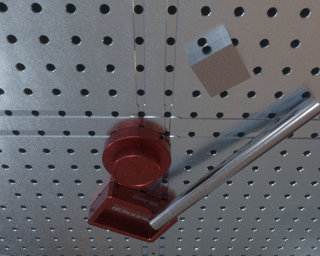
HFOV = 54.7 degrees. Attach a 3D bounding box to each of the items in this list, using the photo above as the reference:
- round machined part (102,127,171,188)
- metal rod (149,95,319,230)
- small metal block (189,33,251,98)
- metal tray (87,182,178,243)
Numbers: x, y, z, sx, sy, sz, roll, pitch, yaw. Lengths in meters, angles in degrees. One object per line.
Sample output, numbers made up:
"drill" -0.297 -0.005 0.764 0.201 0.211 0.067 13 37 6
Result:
"round machined part" -0.033 0.049 0.442 0.099 0.042 0.097 -1 130 0
"metal rod" 0.095 0.061 0.444 0.025 0.025 0.299 36 115 -27
"small metal block" 0.068 -0.070 0.353 0.050 0.025 0.050 -27 126 20
"metal tray" -0.047 0.149 0.534 0.131 0.030 0.089 25 126 -20
